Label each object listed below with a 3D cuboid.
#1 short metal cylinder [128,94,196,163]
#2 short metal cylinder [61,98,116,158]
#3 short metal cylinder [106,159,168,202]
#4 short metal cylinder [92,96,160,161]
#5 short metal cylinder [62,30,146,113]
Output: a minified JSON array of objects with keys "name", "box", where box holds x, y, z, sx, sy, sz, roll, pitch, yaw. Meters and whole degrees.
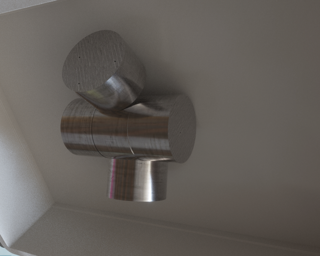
[{"name":"short metal cylinder","box":[0.005,0.000,0.369,0.050,0.080,0.080,2,119,28]},{"name":"short metal cylinder","box":[-0.085,-0.001,0.415,0.050,0.080,0.080,2,119,28]},{"name":"short metal cylinder","box":[-0.030,0.068,0.420,0.080,0.080,0.050,0,85,28]},{"name":"short metal cylinder","box":[-0.040,0.000,0.392,0.050,0.080,0.080,2,119,28]},{"name":"short metal cylinder","box":[-0.063,-0.064,0.355,0.080,0.080,0.050,2,157,27]}]
